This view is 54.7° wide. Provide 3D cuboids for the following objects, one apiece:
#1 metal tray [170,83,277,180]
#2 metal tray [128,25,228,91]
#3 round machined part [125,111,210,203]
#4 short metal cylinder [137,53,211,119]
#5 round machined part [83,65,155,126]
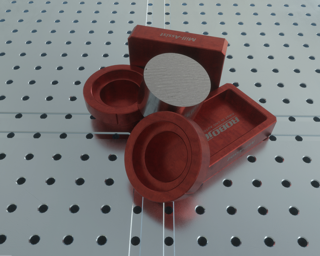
[{"bbox_3d":[0.073,0.000,0.404,0.131,0.030,0.090,-30,56,-23],"label":"metal tray"},{"bbox_3d":[0.023,-0.091,0.442,0.131,0.089,0.030,12,51,9],"label":"metal tray"},{"bbox_3d":[0.011,0.033,0.347,0.098,0.042,0.097,-6,79,32],"label":"round machined part"},{"bbox_3d":[0.016,-0.045,0.381,0.081,0.050,0.080,7,58,-10],"label":"short metal cylinder"},{"bbox_3d":[-0.053,-0.041,0.431,0.099,0.042,0.098,0,50,0],"label":"round machined part"}]
